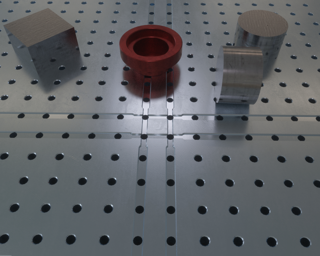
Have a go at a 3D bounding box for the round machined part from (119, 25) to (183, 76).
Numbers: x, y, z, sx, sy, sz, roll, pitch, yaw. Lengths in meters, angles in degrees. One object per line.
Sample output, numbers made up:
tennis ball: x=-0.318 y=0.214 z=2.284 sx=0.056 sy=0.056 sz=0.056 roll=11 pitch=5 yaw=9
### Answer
round machined part: x=-0.014 y=-0.121 z=0.498 sx=0.099 sy=0.042 sz=0.098 roll=0 pitch=50 yaw=0

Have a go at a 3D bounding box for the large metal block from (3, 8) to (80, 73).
large metal block: x=-0.194 y=-0.147 z=0.513 sx=0.080 sy=0.050 sz=0.080 roll=-35 pitch=59 yaw=-26

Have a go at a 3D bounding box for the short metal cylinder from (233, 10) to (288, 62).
short metal cylinder: x=0.168 y=-0.156 z=0.524 sx=0.081 sy=0.050 sz=0.080 roll=0 pitch=50 yaw=0

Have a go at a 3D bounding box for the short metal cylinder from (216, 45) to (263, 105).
short metal cylinder: x=0.108 y=-0.074 z=0.435 sx=0.050 sy=0.080 sz=0.080 roll=3 pitch=50 yaw=3
